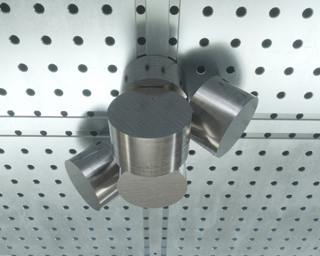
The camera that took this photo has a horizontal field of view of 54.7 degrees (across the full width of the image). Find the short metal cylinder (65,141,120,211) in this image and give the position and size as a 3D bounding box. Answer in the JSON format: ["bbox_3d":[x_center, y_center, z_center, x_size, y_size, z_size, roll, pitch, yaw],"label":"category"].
[{"bbox_3d":[-0.085,0.065,0.422,0.050,0.080,0.079,-33,139,-31],"label":"short metal cylinder"}]

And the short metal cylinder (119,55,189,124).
[{"bbox_3d":[-0.008,-0.037,0.363,0.081,0.050,0.079,0,131,0],"label":"short metal cylinder"}]

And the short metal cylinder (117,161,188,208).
[{"bbox_3d":[-0.009,0.052,0.373,0.081,0.050,0.079,0,130,0],"label":"short metal cylinder"}]

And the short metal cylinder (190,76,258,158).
[{"bbox_3d":[0.068,-0.013,0.356,0.050,0.081,0.079,35,134,24],"label":"short metal cylinder"}]

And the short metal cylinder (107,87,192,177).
[{"bbox_3d":[-0.010,0.002,0.310,0.081,0.080,0.050,0,130,-1],"label":"short metal cylinder"}]

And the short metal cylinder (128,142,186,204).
[{"bbox_3d":[-0.005,0.066,0.451,0.081,0.050,0.079,-1,131,0],"label":"short metal cylinder"}]
